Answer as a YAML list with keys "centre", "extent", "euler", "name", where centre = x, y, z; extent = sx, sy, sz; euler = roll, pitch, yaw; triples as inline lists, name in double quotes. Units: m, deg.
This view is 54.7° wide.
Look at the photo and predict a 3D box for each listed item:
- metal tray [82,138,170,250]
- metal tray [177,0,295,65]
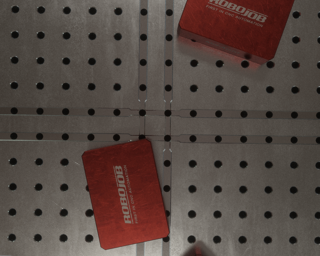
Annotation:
- centre: [-0.044, 0.085, 0.410]
  extent: [0.091, 0.030, 0.129]
  euler: [-12, 90, -1]
  name: "metal tray"
- centre: [0.099, -0.150, 0.412]
  extent: [0.131, 0.030, 0.090]
  euler: [20, 90, -1]
  name: "metal tray"
